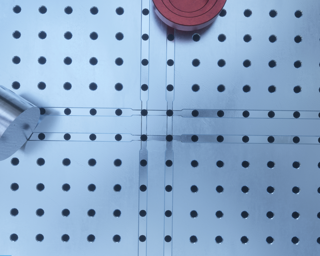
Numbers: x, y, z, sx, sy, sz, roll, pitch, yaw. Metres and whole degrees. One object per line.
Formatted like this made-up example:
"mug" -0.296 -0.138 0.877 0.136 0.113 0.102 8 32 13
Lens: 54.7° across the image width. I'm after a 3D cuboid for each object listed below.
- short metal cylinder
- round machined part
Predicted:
"short metal cylinder" -0.197 -0.006 0.384 0.050 0.080 0.080 33 90 0
"round machined part" 0.037 -0.175 0.405 0.099 0.042 0.097 0 90 0
